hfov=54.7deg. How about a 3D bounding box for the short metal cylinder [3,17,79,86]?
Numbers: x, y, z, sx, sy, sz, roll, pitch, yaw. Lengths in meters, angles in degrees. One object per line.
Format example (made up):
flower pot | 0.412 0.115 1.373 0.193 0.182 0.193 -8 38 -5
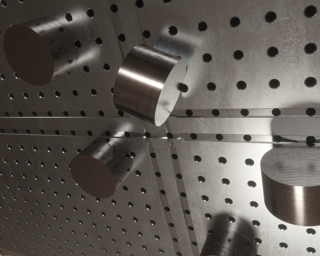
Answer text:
short metal cylinder | -0.157 -0.102 0.412 0.080 0.050 0.079 13 124 20

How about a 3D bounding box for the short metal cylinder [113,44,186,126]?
short metal cylinder | -0.010 -0.048 0.350 0.050 0.080 0.079 23 127 14

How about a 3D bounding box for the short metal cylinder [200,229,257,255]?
short metal cylinder | 0.101 0.200 0.465 0.080 0.050 0.079 13 124 20

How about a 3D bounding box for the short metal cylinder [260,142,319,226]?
short metal cylinder | 0.151 0.057 0.331 0.080 0.080 0.050 0 118 28

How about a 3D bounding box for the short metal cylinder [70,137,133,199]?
short metal cylinder | -0.090 0.061 0.478 0.080 0.050 0.079 13 124 20
